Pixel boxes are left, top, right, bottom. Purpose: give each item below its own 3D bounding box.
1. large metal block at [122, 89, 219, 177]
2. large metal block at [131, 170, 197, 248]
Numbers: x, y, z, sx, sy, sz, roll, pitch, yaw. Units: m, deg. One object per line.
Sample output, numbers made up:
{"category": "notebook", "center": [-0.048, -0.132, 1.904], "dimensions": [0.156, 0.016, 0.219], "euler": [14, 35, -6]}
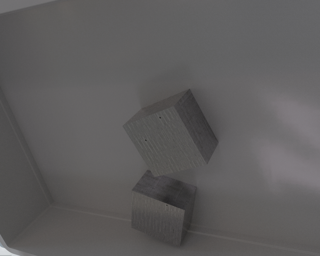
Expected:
{"category": "large metal block", "center": [0.014, 0.008, 0.390], "dimensions": [0.080, 0.050, 0.080], "euler": [-20, 108, 35]}
{"category": "large metal block", "center": [0.005, 0.120, 0.464], "dimensions": [0.080, 0.050, 0.079], "euler": [16, 125, 19]}
